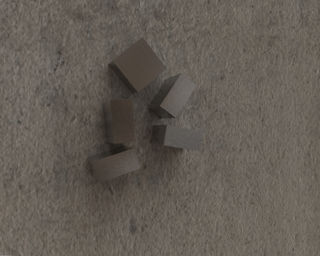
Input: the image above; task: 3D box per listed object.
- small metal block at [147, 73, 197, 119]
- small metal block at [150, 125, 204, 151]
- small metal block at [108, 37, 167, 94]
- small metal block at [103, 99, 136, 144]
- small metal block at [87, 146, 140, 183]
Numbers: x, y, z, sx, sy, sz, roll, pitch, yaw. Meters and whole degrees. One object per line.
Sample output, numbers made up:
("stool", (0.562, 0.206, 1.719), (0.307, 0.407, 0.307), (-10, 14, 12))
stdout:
("small metal block", (0.014, -0.040, 0.402), (0.025, 0.050, 0.050), (36, 78, -17))
("small metal block", (0.021, 0.013, 0.405), (0.050, 0.050, 0.025), (11, 87, -20))
("small metal block", (-0.029, -0.079, 0.399), (0.050, 0.025, 0.050), (-42, 104, -15))
("small metal block", (-0.051, -0.008, 0.378), (0.025, 0.050, 0.050), (-5, 92, -20))
("small metal block", (-0.058, 0.042, 0.375), (0.050, 0.050, 0.025), (-17, 96, -20))
